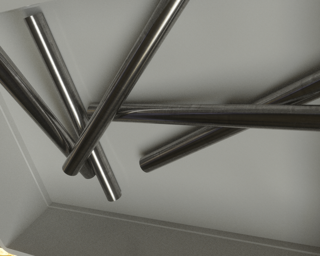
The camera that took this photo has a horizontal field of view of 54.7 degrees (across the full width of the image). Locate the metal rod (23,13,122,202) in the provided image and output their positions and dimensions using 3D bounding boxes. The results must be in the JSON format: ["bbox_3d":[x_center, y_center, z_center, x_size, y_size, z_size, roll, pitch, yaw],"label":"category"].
[{"bbox_3d":[-0.121,-0.016,0.460,0.025,0.025,0.298,-5,116,30],"label":"metal rod"}]

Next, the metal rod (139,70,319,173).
[{"bbox_3d":[0.084,-0.004,0.360,0.299,0.025,0.025,-29,103,37],"label":"metal rod"}]

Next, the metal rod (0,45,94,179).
[{"bbox_3d":[-0.150,-0.014,0.400,0.025,0.025,0.299,10,147,22],"label":"metal rod"}]

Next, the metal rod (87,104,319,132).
[{"bbox_3d":[0.030,-0.016,0.360,0.300,0.025,0.025,3,120,33],"label":"metal rod"}]

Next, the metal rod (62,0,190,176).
[{"bbox_3d":[-0.052,-0.043,0.378,0.025,0.025,0.298,38,120,2],"label":"metal rod"}]
